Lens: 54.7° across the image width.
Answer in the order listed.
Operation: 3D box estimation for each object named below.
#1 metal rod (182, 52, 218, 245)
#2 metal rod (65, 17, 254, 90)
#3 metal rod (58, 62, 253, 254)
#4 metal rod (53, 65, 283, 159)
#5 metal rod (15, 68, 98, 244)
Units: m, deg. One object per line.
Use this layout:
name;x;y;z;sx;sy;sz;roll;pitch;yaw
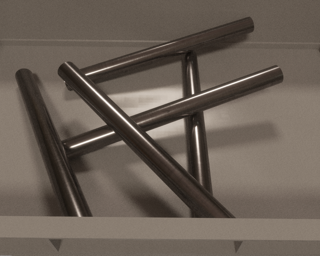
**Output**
metal rod;0.047;-0.002;0.406;0.025;0.025;0.300;1;50;0
metal rod;0.002;-0.116;0.477;0.302;0.025;0.025;-19;52;-6
metal rod;-0.023;0.015;0.348;0.025;0.025;0.300;-35;63;-26
metal rod;0.015;-0.020;0.394;0.302;0.025;0.025;-20;53;-6
metal rod;-0.136;0.006;0.368;0.025;0.025;0.300;-22;45;-18
